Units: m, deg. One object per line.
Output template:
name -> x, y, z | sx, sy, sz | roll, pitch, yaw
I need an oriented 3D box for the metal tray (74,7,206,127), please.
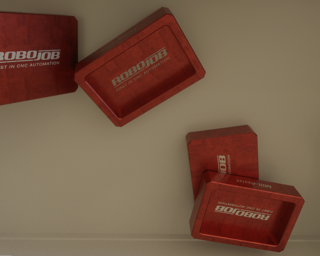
metal tray -> -0.023, -0.068, 0.369 | 0.130, 0.030, 0.090 | -30, 124, 10

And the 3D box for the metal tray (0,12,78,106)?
metal tray -> -0.149, -0.076, 0.330 | 0.030, 0.131, 0.089 | 19, 114, 32

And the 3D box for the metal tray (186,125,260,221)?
metal tray -> 0.089, 0.066, 0.433 | 0.091, 0.030, 0.129 | -8, 110, 2

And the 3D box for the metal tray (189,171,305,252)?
metal tray -> 0.114, 0.114, 0.418 | 0.131, 0.030, 0.089 | 11, 110, -5
